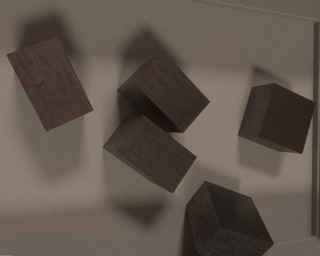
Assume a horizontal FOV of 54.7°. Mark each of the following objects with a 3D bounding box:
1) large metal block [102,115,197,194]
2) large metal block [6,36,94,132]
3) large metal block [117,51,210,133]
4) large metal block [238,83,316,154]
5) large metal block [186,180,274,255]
[{"bbox_3d":[-0.016,0.029,0.377,0.080,0.080,0.050,39,78,-16],"label":"large metal block"},{"bbox_3d":[-0.119,-0.043,0.338,0.050,0.080,0.080,-27,99,-18],"label":"large metal block"},{"bbox_3d":[0.001,-0.040,0.383,0.080,0.080,0.050,45,76,-15],"label":"large metal block"},{"bbox_3d":[0.174,-0.013,0.464,0.081,0.050,0.080,20,83,-19],"label":"large metal block"},{"bbox_3d":[0.088,0.125,0.408,0.080,0.080,0.050,23,116,-19],"label":"large metal block"}]
